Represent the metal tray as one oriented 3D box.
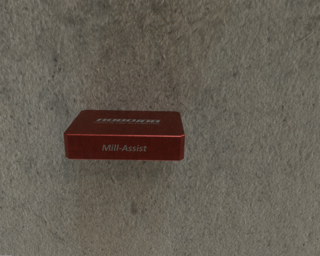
[{"bbox_3d":[-0.039,0.006,0.376,0.131,0.090,0.030,1,110,-1],"label":"metal tray"}]
